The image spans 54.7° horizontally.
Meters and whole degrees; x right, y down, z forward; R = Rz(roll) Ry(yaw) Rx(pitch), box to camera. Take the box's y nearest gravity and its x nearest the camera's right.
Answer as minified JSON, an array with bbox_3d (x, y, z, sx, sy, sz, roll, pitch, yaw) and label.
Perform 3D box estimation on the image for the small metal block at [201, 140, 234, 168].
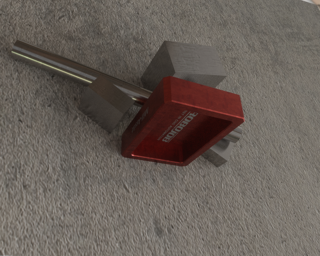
[{"bbox_3d":[0.075,0.019,0.437,0.050,0.025,0.050,36,51,-5],"label":"small metal block"}]

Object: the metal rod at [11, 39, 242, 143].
[{"bbox_3d":[-0.033,-0.043,0.397,0.302,0.025,0.025,20,54,-10],"label":"metal rod"}]

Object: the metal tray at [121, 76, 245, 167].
[{"bbox_3d":[0.019,0.001,0.350,0.091,0.129,0.030,12,57,-22],"label":"metal tray"}]

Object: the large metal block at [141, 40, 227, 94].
[{"bbox_3d":[0.030,-0.071,0.430,0.081,0.080,0.050,-2,63,-30],"label":"large metal block"}]

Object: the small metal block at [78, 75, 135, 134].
[{"bbox_3d":[-0.065,-0.027,0.371,0.050,0.050,0.025,38,51,-3],"label":"small metal block"}]
